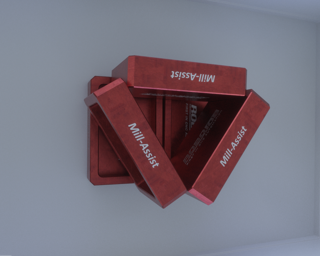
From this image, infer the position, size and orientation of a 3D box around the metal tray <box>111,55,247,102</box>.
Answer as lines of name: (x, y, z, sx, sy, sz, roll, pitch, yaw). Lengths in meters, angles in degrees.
metal tray: (0.018, -0.051, 0.348, 0.131, 0.090, 0.030, 2, 90, -20)

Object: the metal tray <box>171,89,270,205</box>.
metal tray: (0.061, 0.018, 0.364, 0.030, 0.090, 0.130, 37, 79, -16)

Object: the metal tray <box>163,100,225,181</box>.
metal tray: (0.043, 0.005, 0.422, 0.091, 0.030, 0.129, 1, 89, -20)

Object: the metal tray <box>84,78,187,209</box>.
metal tray: (-0.030, 0.016, 0.331, 0.030, 0.090, 0.130, -33, 101, -16)

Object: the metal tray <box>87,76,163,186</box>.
metal tray: (-0.044, 0.003, 0.391, 0.091, 0.030, 0.129, 0, 89, -20)
